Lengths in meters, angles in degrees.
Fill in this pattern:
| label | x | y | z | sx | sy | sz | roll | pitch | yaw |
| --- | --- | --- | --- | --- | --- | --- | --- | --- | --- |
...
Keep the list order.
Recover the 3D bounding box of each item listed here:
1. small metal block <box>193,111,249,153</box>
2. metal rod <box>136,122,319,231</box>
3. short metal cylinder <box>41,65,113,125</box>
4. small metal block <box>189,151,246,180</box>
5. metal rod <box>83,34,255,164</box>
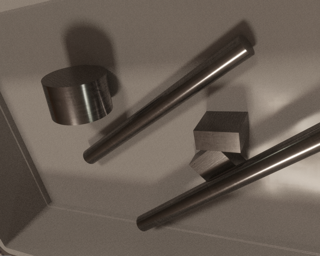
| label | x | y | z | sx | sy | sz | roll | pitch | yaw |
| --- | --- | --- | --- | --- | --- | --- | --- | --- | --- |
| small metal block | 0.072 | 0.003 | 0.356 | 0.050 | 0.050 | 0.025 | 3 | 120 | 26 |
| metal rod | 0.067 | 0.076 | 0.387 | 0.025 | 0.025 | 0.299 | 48 | 128 | -6 |
| short metal cylinder | -0.105 | -0.044 | 0.399 | 0.080 | 0.080 | 0.050 | 8 | 122 | 23 |
| small metal block | 0.075 | 0.045 | 0.397 | 0.050 | 0.025 | 0.050 | 44 | 129 | -3 |
| metal rod | -0.012 | -0.019 | 0.401 | 0.299 | 0.025 | 0.025 | -33 | 100 | 38 |
